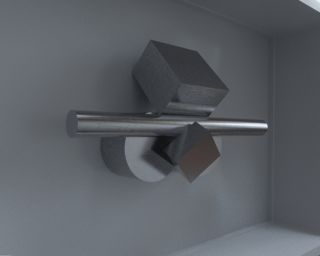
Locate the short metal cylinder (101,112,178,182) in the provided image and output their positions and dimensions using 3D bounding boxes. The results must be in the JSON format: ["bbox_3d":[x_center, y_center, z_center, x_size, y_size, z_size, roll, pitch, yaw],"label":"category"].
[{"bbox_3d":[-0.023,0.021,0.372,0.081,0.050,0.079,0,90,-40],"label":"short metal cylinder"}]

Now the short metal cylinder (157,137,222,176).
[{"bbox_3d":[0.039,0.023,0.424,0.081,0.050,0.079,0,90,-40],"label":"short metal cylinder"}]

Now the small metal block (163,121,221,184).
[{"bbox_3d":[0.038,0.029,0.360,0.050,0.025,0.050,-42,137,-9],"label":"small metal block"}]

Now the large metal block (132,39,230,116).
[{"bbox_3d":[0.025,-0.058,0.384,0.081,0.050,0.080,1,46,-40],"label":"large metal block"}]

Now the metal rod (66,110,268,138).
[{"bbox_3d":[0.037,-0.002,0.373,0.302,0.025,0.025,1,90,-40],"label":"metal rod"}]
